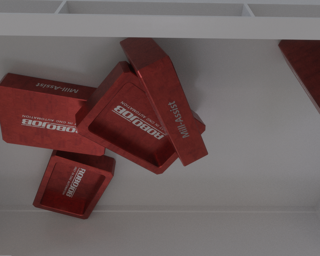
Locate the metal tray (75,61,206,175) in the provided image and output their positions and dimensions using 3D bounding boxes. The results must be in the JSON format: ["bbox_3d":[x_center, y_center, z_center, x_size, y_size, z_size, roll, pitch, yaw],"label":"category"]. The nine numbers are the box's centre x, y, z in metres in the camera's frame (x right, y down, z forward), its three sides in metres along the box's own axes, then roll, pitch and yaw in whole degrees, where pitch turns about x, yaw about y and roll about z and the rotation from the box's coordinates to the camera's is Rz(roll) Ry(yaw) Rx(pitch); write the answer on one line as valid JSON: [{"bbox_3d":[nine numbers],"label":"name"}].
[{"bbox_3d":[-0.020,-0.006,0.367,0.130,0.030,0.090,33,108,-33],"label":"metal tray"}]

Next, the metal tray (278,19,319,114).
[{"bbox_3d":[0.176,-0.064,0.287,0.090,0.130,0.030,-28,125,21],"label":"metal tray"}]

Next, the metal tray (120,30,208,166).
[{"bbox_3d":[0.005,-0.031,0.336,0.030,0.090,0.130,-28,127,-1],"label":"metal tray"}]

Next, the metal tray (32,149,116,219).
[{"bbox_3d":[-0.133,0.085,0.476,0.091,0.030,0.129,20,127,-17],"label":"metal tray"}]

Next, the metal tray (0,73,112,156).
[{"bbox_3d":[-0.130,-0.014,0.393,0.131,0.030,0.089,9,130,-8],"label":"metal tray"}]
